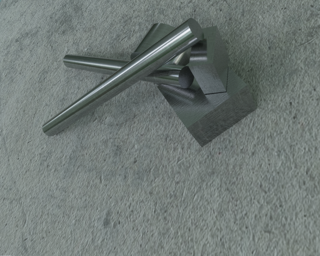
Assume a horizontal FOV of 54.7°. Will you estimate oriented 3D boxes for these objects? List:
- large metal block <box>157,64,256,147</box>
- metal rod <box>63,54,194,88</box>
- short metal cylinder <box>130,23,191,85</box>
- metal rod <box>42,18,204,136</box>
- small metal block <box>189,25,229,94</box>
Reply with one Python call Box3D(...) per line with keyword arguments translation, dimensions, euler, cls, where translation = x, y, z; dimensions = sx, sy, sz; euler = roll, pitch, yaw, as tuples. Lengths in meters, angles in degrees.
Box3D(translation=(0.056, -0.038, 0.380), dimensions=(0.080, 0.050, 0.080), euler=(-36, 51, 5), cls="large metal block")
Box3D(translation=(-0.068, -0.090, 0.458), dimensions=(0.300, 0.025, 0.025), euler=(19, 71, 47), cls="metal rod")
Box3D(translation=(0.007, -0.096, 0.426), dimensions=(0.080, 0.080, 0.050), euler=(23, 74, 36), cls="short metal cylinder")
Box3D(translation=(-0.070, -0.049, 0.402), dimensions=(0.299, 0.025, 0.025), euler=(-25, 50, 38), cls="metal rod")
Box3D(translation=(0.055, -0.073, 0.336), dimensions=(0.025, 0.050, 0.050), euler=(-4, 60, 26), cls="small metal block")
